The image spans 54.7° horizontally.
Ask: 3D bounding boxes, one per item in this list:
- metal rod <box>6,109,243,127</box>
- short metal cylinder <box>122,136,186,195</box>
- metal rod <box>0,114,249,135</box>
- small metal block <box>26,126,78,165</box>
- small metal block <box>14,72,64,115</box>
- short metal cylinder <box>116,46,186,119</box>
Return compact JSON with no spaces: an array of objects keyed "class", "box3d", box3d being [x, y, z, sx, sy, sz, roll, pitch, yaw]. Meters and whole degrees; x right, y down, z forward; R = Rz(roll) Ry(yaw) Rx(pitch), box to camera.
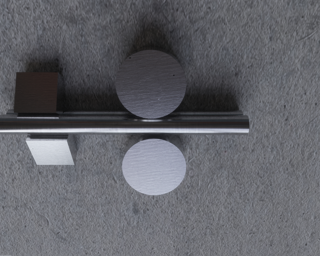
[{"class":"metal rod","box3d":[-0.045,-0.012,0.406,0.302,0.025,0.025,0,110,-1]},{"class":"short metal cylinder","box3d":[-0.007,0.042,0.413,0.081,0.050,0.079,0,110,0]},{"class":"metal rod","box3d":[-0.044,-0.004,0.383,0.302,0.025,0.025,0,110,0]},{"class":"small metal block","box3d":[-0.140,0.024,0.408,0.050,0.025,0.050,0,137,-1]},{"class":"small metal block","box3d":[-0.149,-0.041,0.384,0.050,0.025,0.050,0,83,0]},{"class":"short metal cylinder","box3d":[-0.010,-0.057,0.376,0.081,0.050,0.079,0,110,0]}]
